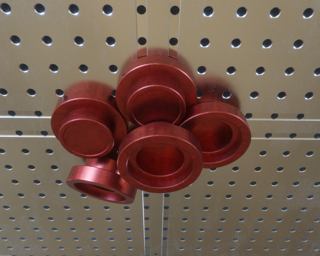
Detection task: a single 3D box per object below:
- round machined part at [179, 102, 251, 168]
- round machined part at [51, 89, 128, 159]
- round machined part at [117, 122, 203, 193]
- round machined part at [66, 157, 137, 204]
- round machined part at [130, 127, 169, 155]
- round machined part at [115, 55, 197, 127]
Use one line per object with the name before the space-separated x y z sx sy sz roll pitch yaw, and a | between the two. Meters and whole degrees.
round machined part | 0.064 0.005 0.404 0.099 0.042 0.097 0 130 0
round machined part | -0.091 0.002 0.401 0.099 0.042 0.097 0 130 0
round machined part | 0.000 0.031 0.370 0.099 0.042 0.097 0 130 0
round machined part | -0.079 0.073 0.444 0.098 0.042 0.098 12 154 6
round machined part | -0.004 0.041 0.435 0.099 0.042 0.097 0 130 0
round machined part | -0.004 -0.034 0.372 0.099 0.042 0.097 0 130 0
